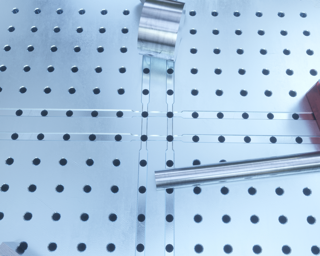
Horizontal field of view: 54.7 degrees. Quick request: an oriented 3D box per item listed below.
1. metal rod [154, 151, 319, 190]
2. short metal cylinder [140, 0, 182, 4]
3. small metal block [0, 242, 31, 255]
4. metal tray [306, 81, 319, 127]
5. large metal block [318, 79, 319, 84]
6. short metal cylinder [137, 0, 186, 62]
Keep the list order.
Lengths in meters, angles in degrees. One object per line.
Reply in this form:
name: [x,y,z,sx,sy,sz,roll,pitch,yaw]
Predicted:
metal rod: [0.144,0.049,0.394,0.302,0.025,0.025,-6,70,-3]
short metal cylinder: [-0.001,-0.218,0.462,0.050,0.080,0.080,-41,75,-13]
small metal block: [-0.171,0.165,0.350,0.050,0.025,0.050,32,73,11]
metal tray: [0.281,-0.028,0.420,0.131,0.030,0.090,-10,70,-4]
large metal block: [0.263,-0.049,0.386,0.080,0.050,0.080,-32,96,-12]
short metal cylinder: [0.003,-0.138,0.433,0.050,0.080,0.080,12,71,4]
